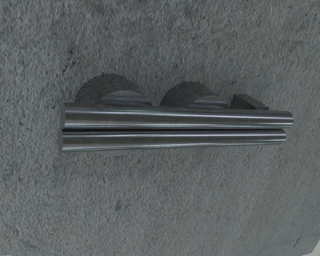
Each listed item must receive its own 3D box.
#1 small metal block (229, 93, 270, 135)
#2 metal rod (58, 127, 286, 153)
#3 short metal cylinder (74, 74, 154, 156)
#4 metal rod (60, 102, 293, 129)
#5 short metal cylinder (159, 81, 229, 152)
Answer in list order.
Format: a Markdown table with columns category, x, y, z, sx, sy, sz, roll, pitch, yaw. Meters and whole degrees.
| category | x | y | z | sx | sy | sz | roll | pitch | yaw |
| --- | --- | --- | --- | --- | --- | --- | --- | --- | --- |
| small metal block | 0.124 | -0.018 | 0.451 | 0.025 | 0.050 | 0.050 | -2 | 119 | -28 |
| metal rod | 0.037 | 0.011 | 0.370 | 0.303 | 0.025 | 0.025 | 0 | 119 | -29 |
| short metal cylinder | -0.052 | -0.015 | 0.353 | 0.081 | 0.050 | 0.079 | -14 | 124 | -21 |
| metal rod | 0.043 | -0.011 | 0.359 | 0.303 | 0.025 | 0.025 | 0 | 119 | -29 |
| short metal cylinder | 0.044 | -0.016 | 0.407 | 0.081 | 0.050 | 0.079 | -14 | 124 | -21 |
